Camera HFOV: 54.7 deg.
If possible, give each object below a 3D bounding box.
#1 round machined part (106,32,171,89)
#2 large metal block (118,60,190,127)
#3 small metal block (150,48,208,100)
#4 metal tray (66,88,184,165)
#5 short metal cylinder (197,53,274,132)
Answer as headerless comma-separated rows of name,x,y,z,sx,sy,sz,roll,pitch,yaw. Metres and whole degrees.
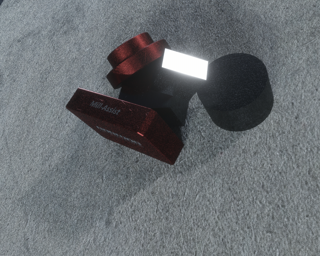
round machined part,-0.035,-0.098,0.436,0.098,0.098,0.042,-32,96,7
large metal block,-0.005,-0.047,0.422,0.080,0.050,0.080,-1,61,27
small metal block,0.021,-0.060,0.356,0.050,0.050,0.025,14,65,-11
metal tray,-0.044,-0.002,0.387,0.130,0.090,0.030,18,72,35
short metal cylinder,0.090,-0.042,0.369,0.080,0.050,0.080,-13,56,21
